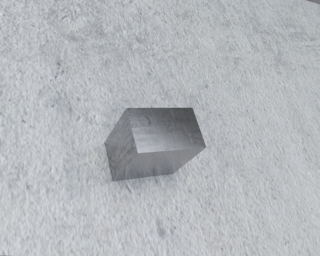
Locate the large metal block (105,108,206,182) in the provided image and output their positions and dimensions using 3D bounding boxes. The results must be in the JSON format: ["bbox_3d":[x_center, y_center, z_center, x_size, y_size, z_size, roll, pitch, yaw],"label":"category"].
[{"bbox_3d":[-0.009,0.019,0.352,0.081,0.080,0.050,-2,63,-29],"label":"large metal block"}]
